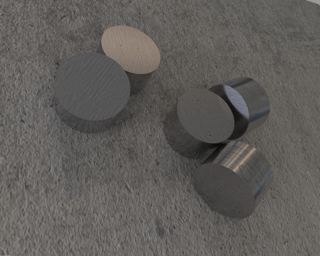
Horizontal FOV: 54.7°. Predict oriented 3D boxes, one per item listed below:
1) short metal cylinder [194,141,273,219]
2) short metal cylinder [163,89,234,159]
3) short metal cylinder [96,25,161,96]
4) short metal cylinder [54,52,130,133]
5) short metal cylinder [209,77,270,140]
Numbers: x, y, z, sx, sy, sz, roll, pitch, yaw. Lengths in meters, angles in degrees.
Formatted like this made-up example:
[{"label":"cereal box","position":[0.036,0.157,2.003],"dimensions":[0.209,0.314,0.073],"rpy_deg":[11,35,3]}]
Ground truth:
[{"label":"short metal cylinder","position":[0.089,0.063,0.378],"dimensions":[0.080,0.080,0.050],"rpy_deg":[48,51,5]},{"label":"short metal cylinder","position":[0.051,-0.005,0.413],"dimensions":[0.081,0.050,0.080],"rpy_deg":[10,59,-17]},{"label":"short metal cylinder","position":[-0.046,-0.090,0.418],"dimensions":[0.081,0.050,0.080],"rpy_deg":[14,56,-21]},{"label":"short metal cylinder","position":[-0.079,-0.039,0.357],"dimensions":[0.081,0.050,0.080],"rpy_deg":[5,72,-17]},{"label":"short metal cylinder","position":[0.108,-0.029,0.444],"dimensions":[0.050,0.080,0.080],"rpy_deg":[-22,74,-36]}]
